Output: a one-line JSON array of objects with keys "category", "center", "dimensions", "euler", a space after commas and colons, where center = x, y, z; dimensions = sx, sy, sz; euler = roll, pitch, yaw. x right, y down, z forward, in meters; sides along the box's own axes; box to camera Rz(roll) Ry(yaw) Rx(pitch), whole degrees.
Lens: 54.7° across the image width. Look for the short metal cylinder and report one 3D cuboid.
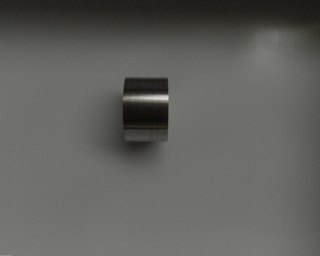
[{"category": "short metal cylinder", "center": [-0.016, -0.023, 0.381], "dimensions": [0.050, 0.080, 0.079], "euler": [0, 90, 0]}]
